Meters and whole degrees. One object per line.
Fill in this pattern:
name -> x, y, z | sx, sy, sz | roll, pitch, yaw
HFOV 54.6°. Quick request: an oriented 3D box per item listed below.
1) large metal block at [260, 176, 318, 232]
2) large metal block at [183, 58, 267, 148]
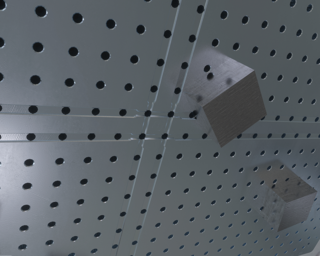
large metal block -> 0.261, 0.154, 0.631 | 0.081, 0.050, 0.079 | -12, 124, -22
large metal block -> 0.090, -0.034, 0.422 | 0.080, 0.050, 0.080 | -35, 129, -5
